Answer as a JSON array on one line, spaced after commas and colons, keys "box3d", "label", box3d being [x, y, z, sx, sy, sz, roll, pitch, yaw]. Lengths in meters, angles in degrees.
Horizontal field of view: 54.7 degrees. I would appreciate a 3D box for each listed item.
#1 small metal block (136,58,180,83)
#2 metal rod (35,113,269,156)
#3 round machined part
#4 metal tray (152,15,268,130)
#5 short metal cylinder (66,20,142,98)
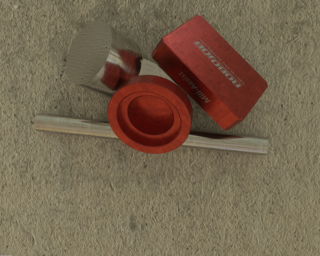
[{"box3d": [-0.002, -0.062, 0.397, 0.050, 0.050, 0.025, 24, 90, 0], "label": "small metal block"}, {"box3d": [-0.010, 0.008, 0.411, 0.302, 0.025, 0.025, 6, 90, -1], "label": "metal rod"}, {"box3d": [-0.009, -0.020, 0.372, 0.098, 0.042, 0.097, 7, 126, 10], "label": "round machined part"}, {"box3d": [0.064, -0.071, 0.384, 0.130, 0.030, 0.090, 45, 51, 0], "label": "metal tray"}, {"box3d": [-0.069, -0.082, 0.378, 0.080, 0.050, 0.080, -13, 68, 35], "label": "short metal cylinder"}]
